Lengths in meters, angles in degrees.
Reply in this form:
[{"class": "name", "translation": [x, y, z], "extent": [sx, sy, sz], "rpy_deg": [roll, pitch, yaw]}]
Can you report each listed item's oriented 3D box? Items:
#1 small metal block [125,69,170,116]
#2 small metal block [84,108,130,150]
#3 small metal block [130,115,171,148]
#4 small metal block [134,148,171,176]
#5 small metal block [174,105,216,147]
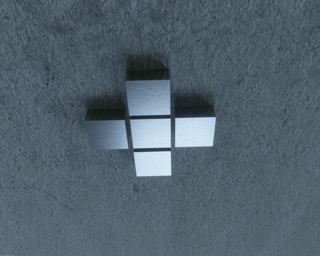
[{"class": "small metal block", "translation": [-0.013, -0.043, 0.372], "extent": [0.050, 0.025, 0.050], "rpy_deg": [-1, 130, 0]}, {"class": "small metal block", "translation": [-0.068, 0.002, 0.409], "extent": [0.050, 0.025, 0.050], "rpy_deg": [-1, 130, 0]}, {"class": "small metal block", "translation": [-0.011, 0.000, 0.409], "extent": [0.050, 0.025, 0.050], "rpy_deg": [-1, 130, 0]}, {"class": "small metal block", "translation": [-0.010, 0.043, 0.446], "extent": [0.050, 0.025, 0.050], "rpy_deg": [-2, 130, 1]}, {"class": "small metal block", "translation": [0.045, -0.002, 0.408], "extent": [0.050, 0.025, 0.050], "rpy_deg": [-1, 130, 0]}]
